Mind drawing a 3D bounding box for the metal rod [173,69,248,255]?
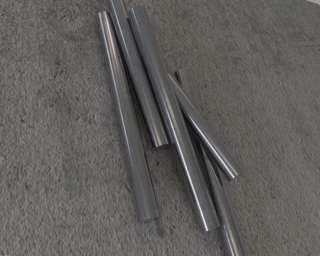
[{"bbox_3d":[0.065,0.050,0.407,0.025,0.025,0.299,0,62,-28],"label":"metal rod"}]

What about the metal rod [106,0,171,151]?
[{"bbox_3d":[-0.042,-0.113,0.428,0.025,0.025,0.299,-8,73,-32],"label":"metal rod"}]

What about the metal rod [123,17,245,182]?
[{"bbox_3d":[0.014,-0.057,0.426,0.025,0.025,0.299,-20,66,-36],"label":"metal rod"}]

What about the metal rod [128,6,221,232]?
[{"bbox_3d":[0.014,-0.021,0.394,0.025,0.025,0.299,-10,76,-33],"label":"metal rod"}]

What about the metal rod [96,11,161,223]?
[{"bbox_3d":[-0.047,-0.032,0.397,0.025,0.025,0.299,-1,62,-29],"label":"metal rod"}]
